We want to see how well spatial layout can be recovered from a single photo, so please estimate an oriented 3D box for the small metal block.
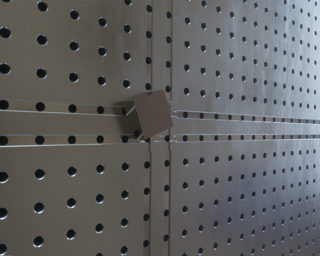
[{"bbox_3d":[-0.015,-0.017,0.396,0.050,0.025,0.050,-25,106,-37],"label":"small metal block"}]
